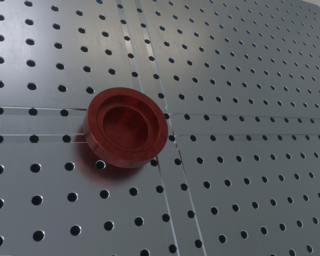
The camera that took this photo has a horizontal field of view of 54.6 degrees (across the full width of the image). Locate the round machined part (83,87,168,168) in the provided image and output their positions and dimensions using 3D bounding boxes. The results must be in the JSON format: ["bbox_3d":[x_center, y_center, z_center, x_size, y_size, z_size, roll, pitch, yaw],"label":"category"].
[{"bbox_3d":[-0.043,0.003,0.372,0.099,0.042,0.098,13,56,-21],"label":"round machined part"}]
